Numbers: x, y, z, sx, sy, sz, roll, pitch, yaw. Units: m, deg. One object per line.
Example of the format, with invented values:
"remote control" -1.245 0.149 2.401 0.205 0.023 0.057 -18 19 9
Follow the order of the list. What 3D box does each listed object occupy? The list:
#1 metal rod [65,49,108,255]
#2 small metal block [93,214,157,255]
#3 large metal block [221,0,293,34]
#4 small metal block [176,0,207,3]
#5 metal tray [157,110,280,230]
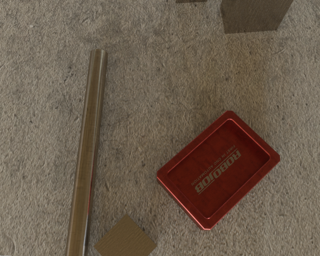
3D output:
"metal rod" -0.092 0.034 0.394 0.025 0.025 0.299 2 70 0
"small metal block" -0.039 0.136 0.358 0.050 0.025 0.050 43 75 14
"large metal block" 0.138 -0.184 0.448 0.081 0.080 0.050 -5 70 -2
"small metal block" 0.049 -0.228 0.492 0.050 0.025 0.050 -3 70 -2
"metal tray" 0.072 0.051 0.387 0.130 0.030 0.090 -40 75 -14
